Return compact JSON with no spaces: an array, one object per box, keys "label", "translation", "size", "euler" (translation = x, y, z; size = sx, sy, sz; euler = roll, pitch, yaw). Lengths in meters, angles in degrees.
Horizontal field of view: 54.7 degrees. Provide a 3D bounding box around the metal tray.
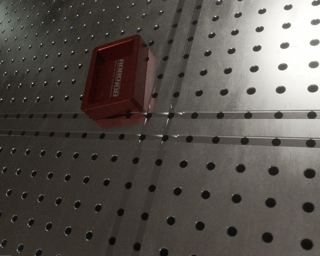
[{"label":"metal tray","translation":[-0.070,-0.081,0.489],"size":[0.090,0.030,0.130],"euler":[-10,57,22]}]
